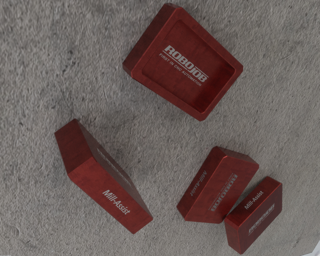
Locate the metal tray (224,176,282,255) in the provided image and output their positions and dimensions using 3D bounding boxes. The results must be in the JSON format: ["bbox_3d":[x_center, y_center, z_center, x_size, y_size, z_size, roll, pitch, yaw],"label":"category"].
[{"bbox_3d":[0.178,0.163,0.581,0.131,0.030,0.090,-36,131,-24],"label":"metal tray"}]

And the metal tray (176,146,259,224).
[{"bbox_3d":[0.097,0.099,0.517,0.091,0.030,0.129,17,109,-35],"label":"metal tray"}]

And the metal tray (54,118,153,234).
[{"bbox_3d":[-0.064,0.058,0.365,0.030,0.090,0.130,-37,129,-4],"label":"metal tray"}]

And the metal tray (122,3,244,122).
[{"bbox_3d":[0.032,-0.073,0.375,0.131,0.030,0.090,29,102,-38],"label":"metal tray"}]
